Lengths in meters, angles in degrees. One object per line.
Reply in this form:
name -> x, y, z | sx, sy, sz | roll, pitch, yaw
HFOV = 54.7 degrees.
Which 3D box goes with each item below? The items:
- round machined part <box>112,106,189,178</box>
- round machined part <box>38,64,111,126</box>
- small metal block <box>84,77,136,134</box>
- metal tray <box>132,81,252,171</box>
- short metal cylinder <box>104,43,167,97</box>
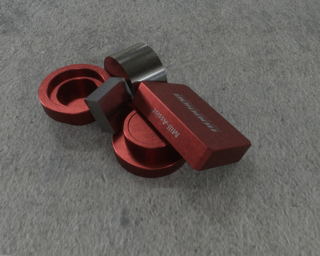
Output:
round machined part -> -0.010, 0.010, 0.385 | 0.099, 0.042, 0.098 | 0, 50, 0
round machined part -> -0.111, -0.041, 0.427 | 0.099, 0.042, 0.098 | 0, 50, 0
small metal block -> -0.059, -0.029, 0.389 | 0.025, 0.050, 0.050 | 9, 45, 39
metal tray -> 0.037, -0.008, 0.380 | 0.091, 0.030, 0.130 | -4, 41, -46
short metal cylinder -> -0.034, -0.071, 0.429 | 0.050, 0.080, 0.080 | -31, 57, -23
